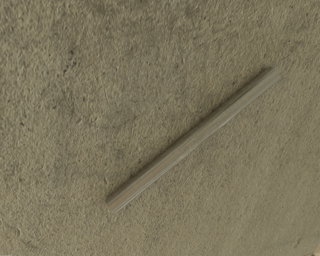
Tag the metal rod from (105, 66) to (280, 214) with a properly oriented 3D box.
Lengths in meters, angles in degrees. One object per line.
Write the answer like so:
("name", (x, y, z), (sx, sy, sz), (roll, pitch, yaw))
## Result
("metal rod", (0.047, 0.016, 0.441), (0.300, 0.025, 0.025), (-39, 129, -2))
